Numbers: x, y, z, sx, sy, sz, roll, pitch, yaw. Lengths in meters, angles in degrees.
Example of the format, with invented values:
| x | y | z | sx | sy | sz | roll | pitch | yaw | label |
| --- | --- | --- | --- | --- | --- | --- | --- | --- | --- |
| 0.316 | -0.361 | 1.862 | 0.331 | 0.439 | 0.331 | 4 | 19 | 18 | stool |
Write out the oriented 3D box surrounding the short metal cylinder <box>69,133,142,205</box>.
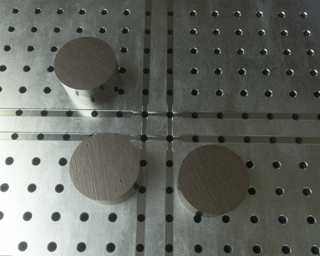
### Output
| x | y | z | sx | sy | sz | roll | pitch | yaw | label |
| --- | --- | --- | --- | --- | --- | --- | --- | --- | --- |
| -0.064 | 0.051 | 0.379 | 0.081 | 0.050 | 0.080 | 0 | 70 | 0 | short metal cylinder |

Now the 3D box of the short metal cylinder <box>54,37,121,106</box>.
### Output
| x | y | z | sx | sy | sz | roll | pitch | yaw | label |
| --- | --- | --- | --- | --- | --- | --- | --- | --- | --- |
| -0.097 | -0.077 | 0.426 | 0.081 | 0.050 | 0.080 | 0 | 70 | 0 | short metal cylinder |

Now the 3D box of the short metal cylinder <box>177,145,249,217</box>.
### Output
| x | y | z | sx | sy | sz | roll | pitch | yaw | label |
| --- | --- | --- | --- | --- | --- | --- | --- | --- | --- |
| 0.061 | 0.065 | 0.375 | 0.081 | 0.050 | 0.080 | 0 | 70 | 0 | short metal cylinder |
